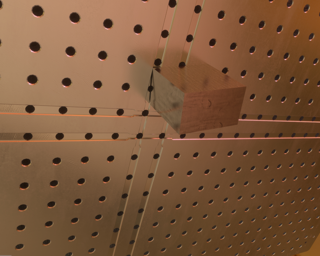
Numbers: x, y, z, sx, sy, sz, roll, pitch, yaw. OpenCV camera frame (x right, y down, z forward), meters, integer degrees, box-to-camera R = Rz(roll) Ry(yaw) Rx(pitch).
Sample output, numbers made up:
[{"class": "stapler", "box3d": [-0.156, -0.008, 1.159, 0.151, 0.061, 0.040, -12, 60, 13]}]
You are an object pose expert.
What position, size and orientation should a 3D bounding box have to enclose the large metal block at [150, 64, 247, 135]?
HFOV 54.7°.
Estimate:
[{"class": "large metal block", "box3d": [0.043, -0.039, 0.377, 0.081, 0.080, 0.050, -9, 123, -24]}]
